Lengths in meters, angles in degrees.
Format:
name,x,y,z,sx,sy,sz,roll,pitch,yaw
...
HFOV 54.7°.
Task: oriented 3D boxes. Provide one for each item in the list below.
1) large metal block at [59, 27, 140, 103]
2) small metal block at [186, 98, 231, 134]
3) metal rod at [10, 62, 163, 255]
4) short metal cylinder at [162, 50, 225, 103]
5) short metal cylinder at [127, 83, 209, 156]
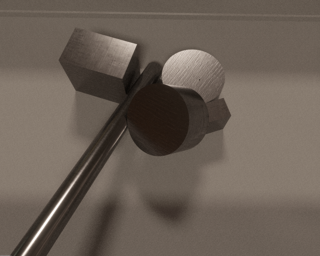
name,x,y,z,sx,sy,sz,roll,pitch,yaw
large metal block,-0.074,-0.077,0.408,0.080,0.080,0.050,17,71,6
small metal block,0.059,-0.011,0.401,0.050,0.050,0.025,-17,72,-7
metal rod,-0.061,0.017,0.344,0.025,0.025,0.301,22,49,7
short metal cylinder,0.042,-0.058,0.418,0.081,0.050,0.080,0,70,0
short metal cylinder,0.009,-0.010,0.359,0.080,0.050,0.079,2,94,32
